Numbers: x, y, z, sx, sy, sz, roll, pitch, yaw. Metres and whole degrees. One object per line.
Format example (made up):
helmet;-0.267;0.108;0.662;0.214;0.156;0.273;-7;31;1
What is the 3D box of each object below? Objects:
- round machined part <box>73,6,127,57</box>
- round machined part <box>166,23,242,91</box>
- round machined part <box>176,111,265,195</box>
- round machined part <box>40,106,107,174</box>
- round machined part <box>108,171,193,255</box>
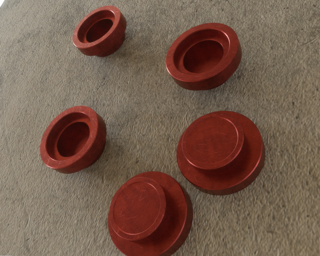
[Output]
round machined part;-0.101;-0.165;0.548;0.098;0.042;0.098;-13;56;21
round machined part;0.061;-0.090;0.416;0.098;0.042;0.098;-13;56;21
round machined part;0.063;0.022;0.346;0.098;0.042;0.098;-13;56;21
round machined part;-0.118;0.020;0.443;0.098;0.042;0.098;-13;56;21
round machined part;-0.016;0.093;0.344;0.098;0.042;0.098;-13;56;21
